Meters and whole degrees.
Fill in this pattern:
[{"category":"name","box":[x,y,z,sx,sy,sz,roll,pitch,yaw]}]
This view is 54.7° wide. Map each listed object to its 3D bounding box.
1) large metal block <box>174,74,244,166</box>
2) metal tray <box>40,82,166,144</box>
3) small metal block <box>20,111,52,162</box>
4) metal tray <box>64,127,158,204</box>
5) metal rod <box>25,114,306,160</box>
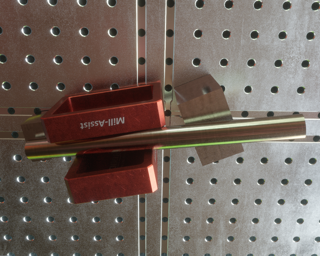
[{"category":"large metal block","box":[0.057,-0.013,0.379,0.050,0.080,0.080,-21,109,7]},{"category":"metal tray","box":[-0.061,-0.021,0.369,0.131,0.090,0.030,-8,111,2]},{"category":"small metal block","box":[-0.151,0.009,0.401,0.025,0.050,0.050,-8,110,2]},{"category":"metal tray","box":[-0.050,0.036,0.370,0.091,0.130,0.030,-9,111,3]},{"category":"metal rod","box":[-0.005,0.012,0.337,0.301,0.025,0.025,-5,111,11]}]
